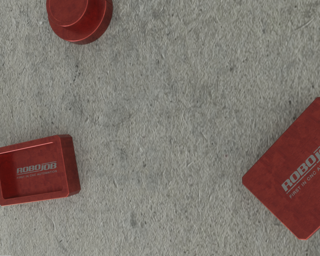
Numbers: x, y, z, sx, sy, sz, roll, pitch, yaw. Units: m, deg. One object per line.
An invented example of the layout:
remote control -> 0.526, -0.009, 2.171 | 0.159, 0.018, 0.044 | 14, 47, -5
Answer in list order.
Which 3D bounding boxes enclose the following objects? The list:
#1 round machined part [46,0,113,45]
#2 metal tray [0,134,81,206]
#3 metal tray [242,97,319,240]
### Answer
round machined part -> -0.121, -0.173, 0.441 | 0.098, 0.042, 0.097 | 0, 90, 19
metal tray -> -0.190, 0.065, 0.471 | 0.130, 0.030, 0.089 | -12, 86, 19
metal tray -> 0.166, 0.043, 0.334 | 0.130, 0.030, 0.090 | -51, 57, 12
